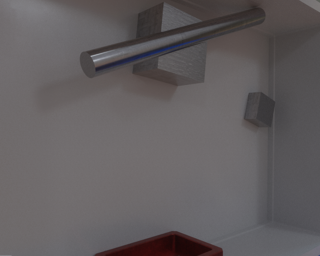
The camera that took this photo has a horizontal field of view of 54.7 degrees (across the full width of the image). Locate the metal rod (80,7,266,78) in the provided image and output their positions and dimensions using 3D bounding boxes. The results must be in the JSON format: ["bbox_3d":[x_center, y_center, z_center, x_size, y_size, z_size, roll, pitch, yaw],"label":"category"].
[{"bbox_3d":[0.040,-0.113,0.377,0.302,0.025,0.025,-27,108,-37],"label":"metal rod"}]

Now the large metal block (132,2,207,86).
[{"bbox_3d":[0.015,-0.104,0.405,0.081,0.050,0.080,9,85,-40],"label":"large metal block"}]

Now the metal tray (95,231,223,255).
[{"bbox_3d":[0.000,0.161,0.366,0.131,0.090,0.030,0,91,-40],"label":"metal tray"}]

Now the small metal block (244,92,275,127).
[{"bbox_3d":[0.182,-0.032,0.562,0.050,0.025,0.050,22,76,-38],"label":"small metal block"}]
